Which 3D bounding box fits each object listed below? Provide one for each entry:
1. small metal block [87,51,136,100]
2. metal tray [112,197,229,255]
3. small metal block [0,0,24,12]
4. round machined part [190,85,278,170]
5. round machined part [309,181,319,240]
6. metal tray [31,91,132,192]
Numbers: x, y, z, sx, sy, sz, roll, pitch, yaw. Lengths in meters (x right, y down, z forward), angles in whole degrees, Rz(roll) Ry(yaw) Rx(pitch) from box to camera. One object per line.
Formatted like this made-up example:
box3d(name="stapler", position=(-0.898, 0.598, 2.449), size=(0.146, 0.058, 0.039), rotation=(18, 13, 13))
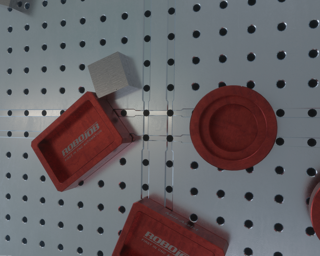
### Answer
box3d(name="small metal block", position=(-0.068, -0.072, 0.436), size=(0.050, 0.025, 0.050), rotation=(-20, 83, 18))
box3d(name="metal tray", position=(0.011, 0.161, 0.405), size=(0.130, 0.030, 0.090), rotation=(25, 98, 18))
box3d(name="small metal block", position=(-0.246, -0.221, 0.500), size=(0.050, 0.025, 0.050), rotation=(20, 97, 18))
box3d(name="round machined part", position=(0.089, 0.000, 0.372), size=(0.098, 0.042, 0.097), rotation=(0, 90, 20))
box3d(name="round machined part", position=(0.212, 0.089, 0.329), size=(0.098, 0.042, 0.097), rotation=(0, 90, 20))
box3d(name="metal tray", position=(-0.116, 0.020, 0.450), size=(0.130, 0.030, 0.090), rotation=(-38, 78, 16))
